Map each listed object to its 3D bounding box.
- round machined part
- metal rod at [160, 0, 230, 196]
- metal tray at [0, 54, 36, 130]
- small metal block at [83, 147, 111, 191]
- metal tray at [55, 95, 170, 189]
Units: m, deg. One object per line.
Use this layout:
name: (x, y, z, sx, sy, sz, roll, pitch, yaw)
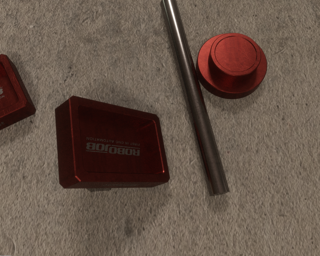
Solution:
round machined part: (0.102, -0.093, 0.434, 0.099, 0.042, 0.098, 0, 70, -1)
metal rod: (0.043, -0.057, 0.429, 0.025, 0.025, 0.299, -11, 70, -4)
metal tray: (-0.248, -0.033, 0.414, 0.131, 0.030, 0.090, -28, 73, -10)
small metal block: (-0.077, 0.048, 0.376, 0.025, 0.050, 0.050, -4, 70, -2)
metal tray: (-0.050, 0.021, 0.352, 0.131, 0.030, 0.090, 11, 62, -45)
